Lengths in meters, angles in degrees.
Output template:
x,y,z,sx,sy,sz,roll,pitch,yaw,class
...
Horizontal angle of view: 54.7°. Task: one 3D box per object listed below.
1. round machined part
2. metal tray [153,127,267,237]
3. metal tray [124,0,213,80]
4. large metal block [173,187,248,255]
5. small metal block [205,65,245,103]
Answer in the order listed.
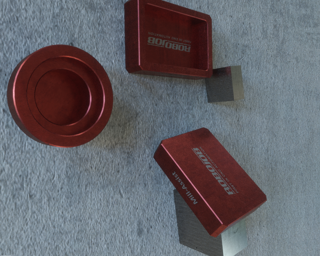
x,y,z,sx,sy,sz,roll,pitch,yaw,class
-0.100,-0.030,0.310,0.099,0.042,0.097,0,90,-40,round machined part
0.064,0.063,0.402,0.091,0.030,0.130,-16,57,-39,metal tray
0.016,-0.115,0.414,0.131,0.030,0.089,-2,91,-40,metal tray
0.068,0.123,0.426,0.050,0.080,0.079,-12,98,-39,large metal block
0.097,-0.066,0.470,0.025,0.050,0.050,-14,99,-39,small metal block
